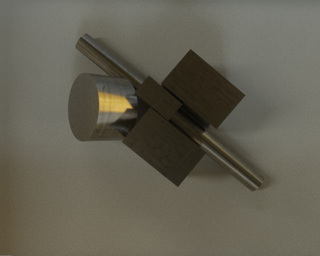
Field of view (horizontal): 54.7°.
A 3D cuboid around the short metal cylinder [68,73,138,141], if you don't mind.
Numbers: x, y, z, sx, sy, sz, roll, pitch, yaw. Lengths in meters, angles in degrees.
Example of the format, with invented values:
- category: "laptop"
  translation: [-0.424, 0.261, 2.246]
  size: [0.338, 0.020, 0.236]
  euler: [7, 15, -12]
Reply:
- category: "short metal cylinder"
  translation: [-0.071, -0.024, 0.376]
  size: [0.050, 0.080, 0.079]
  euler: [1, 90, -40]

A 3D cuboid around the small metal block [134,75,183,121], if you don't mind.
- category: "small metal block"
  translation: [-0.002, -0.034, 0.374]
  size: [0.050, 0.050, 0.025]
  euler: [41, 90, -1]

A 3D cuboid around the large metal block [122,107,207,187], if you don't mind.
- category: "large metal block"
  translation: [0.004, 0.021, 0.383]
  size: [0.080, 0.080, 0.050]
  euler: [39, 90, -1]

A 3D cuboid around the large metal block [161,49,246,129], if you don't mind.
- category: "large metal block"
  translation: [0.048, -0.044, 0.384]
  size: [0.080, 0.080, 0.050]
  euler: [40, 90, -1]

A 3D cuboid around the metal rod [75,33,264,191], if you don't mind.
- category: "metal rod"
  translation: [0.013, -0.020, 0.411]
  size: [0.300, 0.025, 0.025]
  euler: [39, 90, -1]
